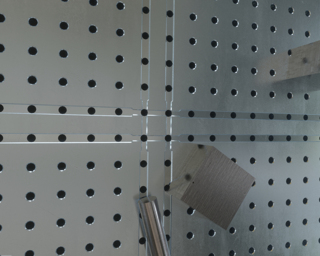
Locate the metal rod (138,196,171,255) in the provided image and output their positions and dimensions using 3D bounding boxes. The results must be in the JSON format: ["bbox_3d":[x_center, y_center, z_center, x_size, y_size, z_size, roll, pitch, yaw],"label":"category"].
[{"bbox_3d":[0.017,0.239,0.419,0.025,0.025,0.298,-15,95,-19],"label":"metal rod"}]

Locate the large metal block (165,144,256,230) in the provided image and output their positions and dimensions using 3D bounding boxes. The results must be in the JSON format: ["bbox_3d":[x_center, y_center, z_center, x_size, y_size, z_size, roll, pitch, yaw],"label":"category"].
[{"bbox_3d":[0.069,0.078,0.425,0.080,0.050,0.080,37,78,-16],"label":"large metal block"}]

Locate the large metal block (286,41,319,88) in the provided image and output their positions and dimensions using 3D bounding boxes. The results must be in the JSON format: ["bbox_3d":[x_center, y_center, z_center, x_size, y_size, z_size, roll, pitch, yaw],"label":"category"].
[{"bbox_3d":[0.259,-0.097,0.479,0.081,0.080,0.050,10,87,-20],"label":"large metal block"}]
